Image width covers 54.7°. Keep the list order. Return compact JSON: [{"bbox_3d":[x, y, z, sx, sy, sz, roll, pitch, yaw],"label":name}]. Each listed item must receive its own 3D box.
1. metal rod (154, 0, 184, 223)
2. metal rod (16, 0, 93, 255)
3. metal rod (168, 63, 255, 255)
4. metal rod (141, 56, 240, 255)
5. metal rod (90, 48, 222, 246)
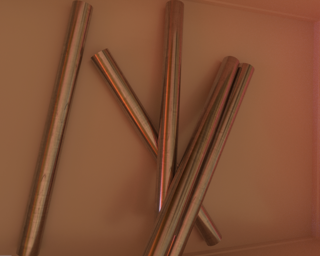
[{"bbox_3d":[0.012,-0.019,0.395,0.025,0.025,0.298,7,80,-20],"label":"metal rod"},{"bbox_3d":[-0.122,-0.003,0.365,0.025,0.025,0.298,13,86,-20],"label":"metal rod"},{"bbox_3d":[0.067,0.041,0.416,0.025,0.025,0.300,31,72,-18],"label":"metal rod"},{"bbox_3d":[0.046,0.025,0.385,0.025,0.025,0.300,34,62,-17],"label":"metal rod"},{"bbox_3d":[0.001,0.033,0.411,0.025,0.025,0.299,-35,102,-17],"label":"metal rod"}]
